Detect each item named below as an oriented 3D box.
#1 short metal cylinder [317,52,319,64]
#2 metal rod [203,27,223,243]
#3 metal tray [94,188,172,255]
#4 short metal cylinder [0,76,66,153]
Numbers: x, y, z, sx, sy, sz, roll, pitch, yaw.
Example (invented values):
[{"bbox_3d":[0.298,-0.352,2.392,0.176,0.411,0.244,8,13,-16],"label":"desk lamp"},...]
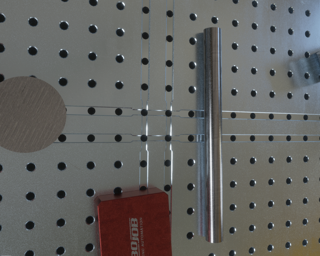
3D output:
[{"bbox_3d":[0.301,-0.111,0.494,0.081,0.080,0.050,-27,99,-18],"label":"short metal cylinder"},{"bbox_3d":[0.076,0.010,0.440,0.025,0.025,0.298,-1,90,-20],"label":"metal rod"},{"bbox_3d":[-0.033,0.149,0.398,0.091,0.030,0.129,-4,92,-20],"label":"metal tray"},{"bbox_3d":[-0.148,-0.014,0.345,0.081,0.050,0.080,0,90,-20],"label":"short metal cylinder"}]
